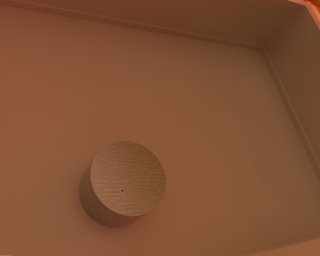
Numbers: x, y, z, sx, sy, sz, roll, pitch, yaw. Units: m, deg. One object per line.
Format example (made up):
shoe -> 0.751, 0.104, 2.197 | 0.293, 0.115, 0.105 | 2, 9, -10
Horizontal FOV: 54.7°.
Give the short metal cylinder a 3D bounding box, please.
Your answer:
short metal cylinder -> -0.041, 0.060, 0.332 | 0.081, 0.050, 0.080 | 14, 56, -21
